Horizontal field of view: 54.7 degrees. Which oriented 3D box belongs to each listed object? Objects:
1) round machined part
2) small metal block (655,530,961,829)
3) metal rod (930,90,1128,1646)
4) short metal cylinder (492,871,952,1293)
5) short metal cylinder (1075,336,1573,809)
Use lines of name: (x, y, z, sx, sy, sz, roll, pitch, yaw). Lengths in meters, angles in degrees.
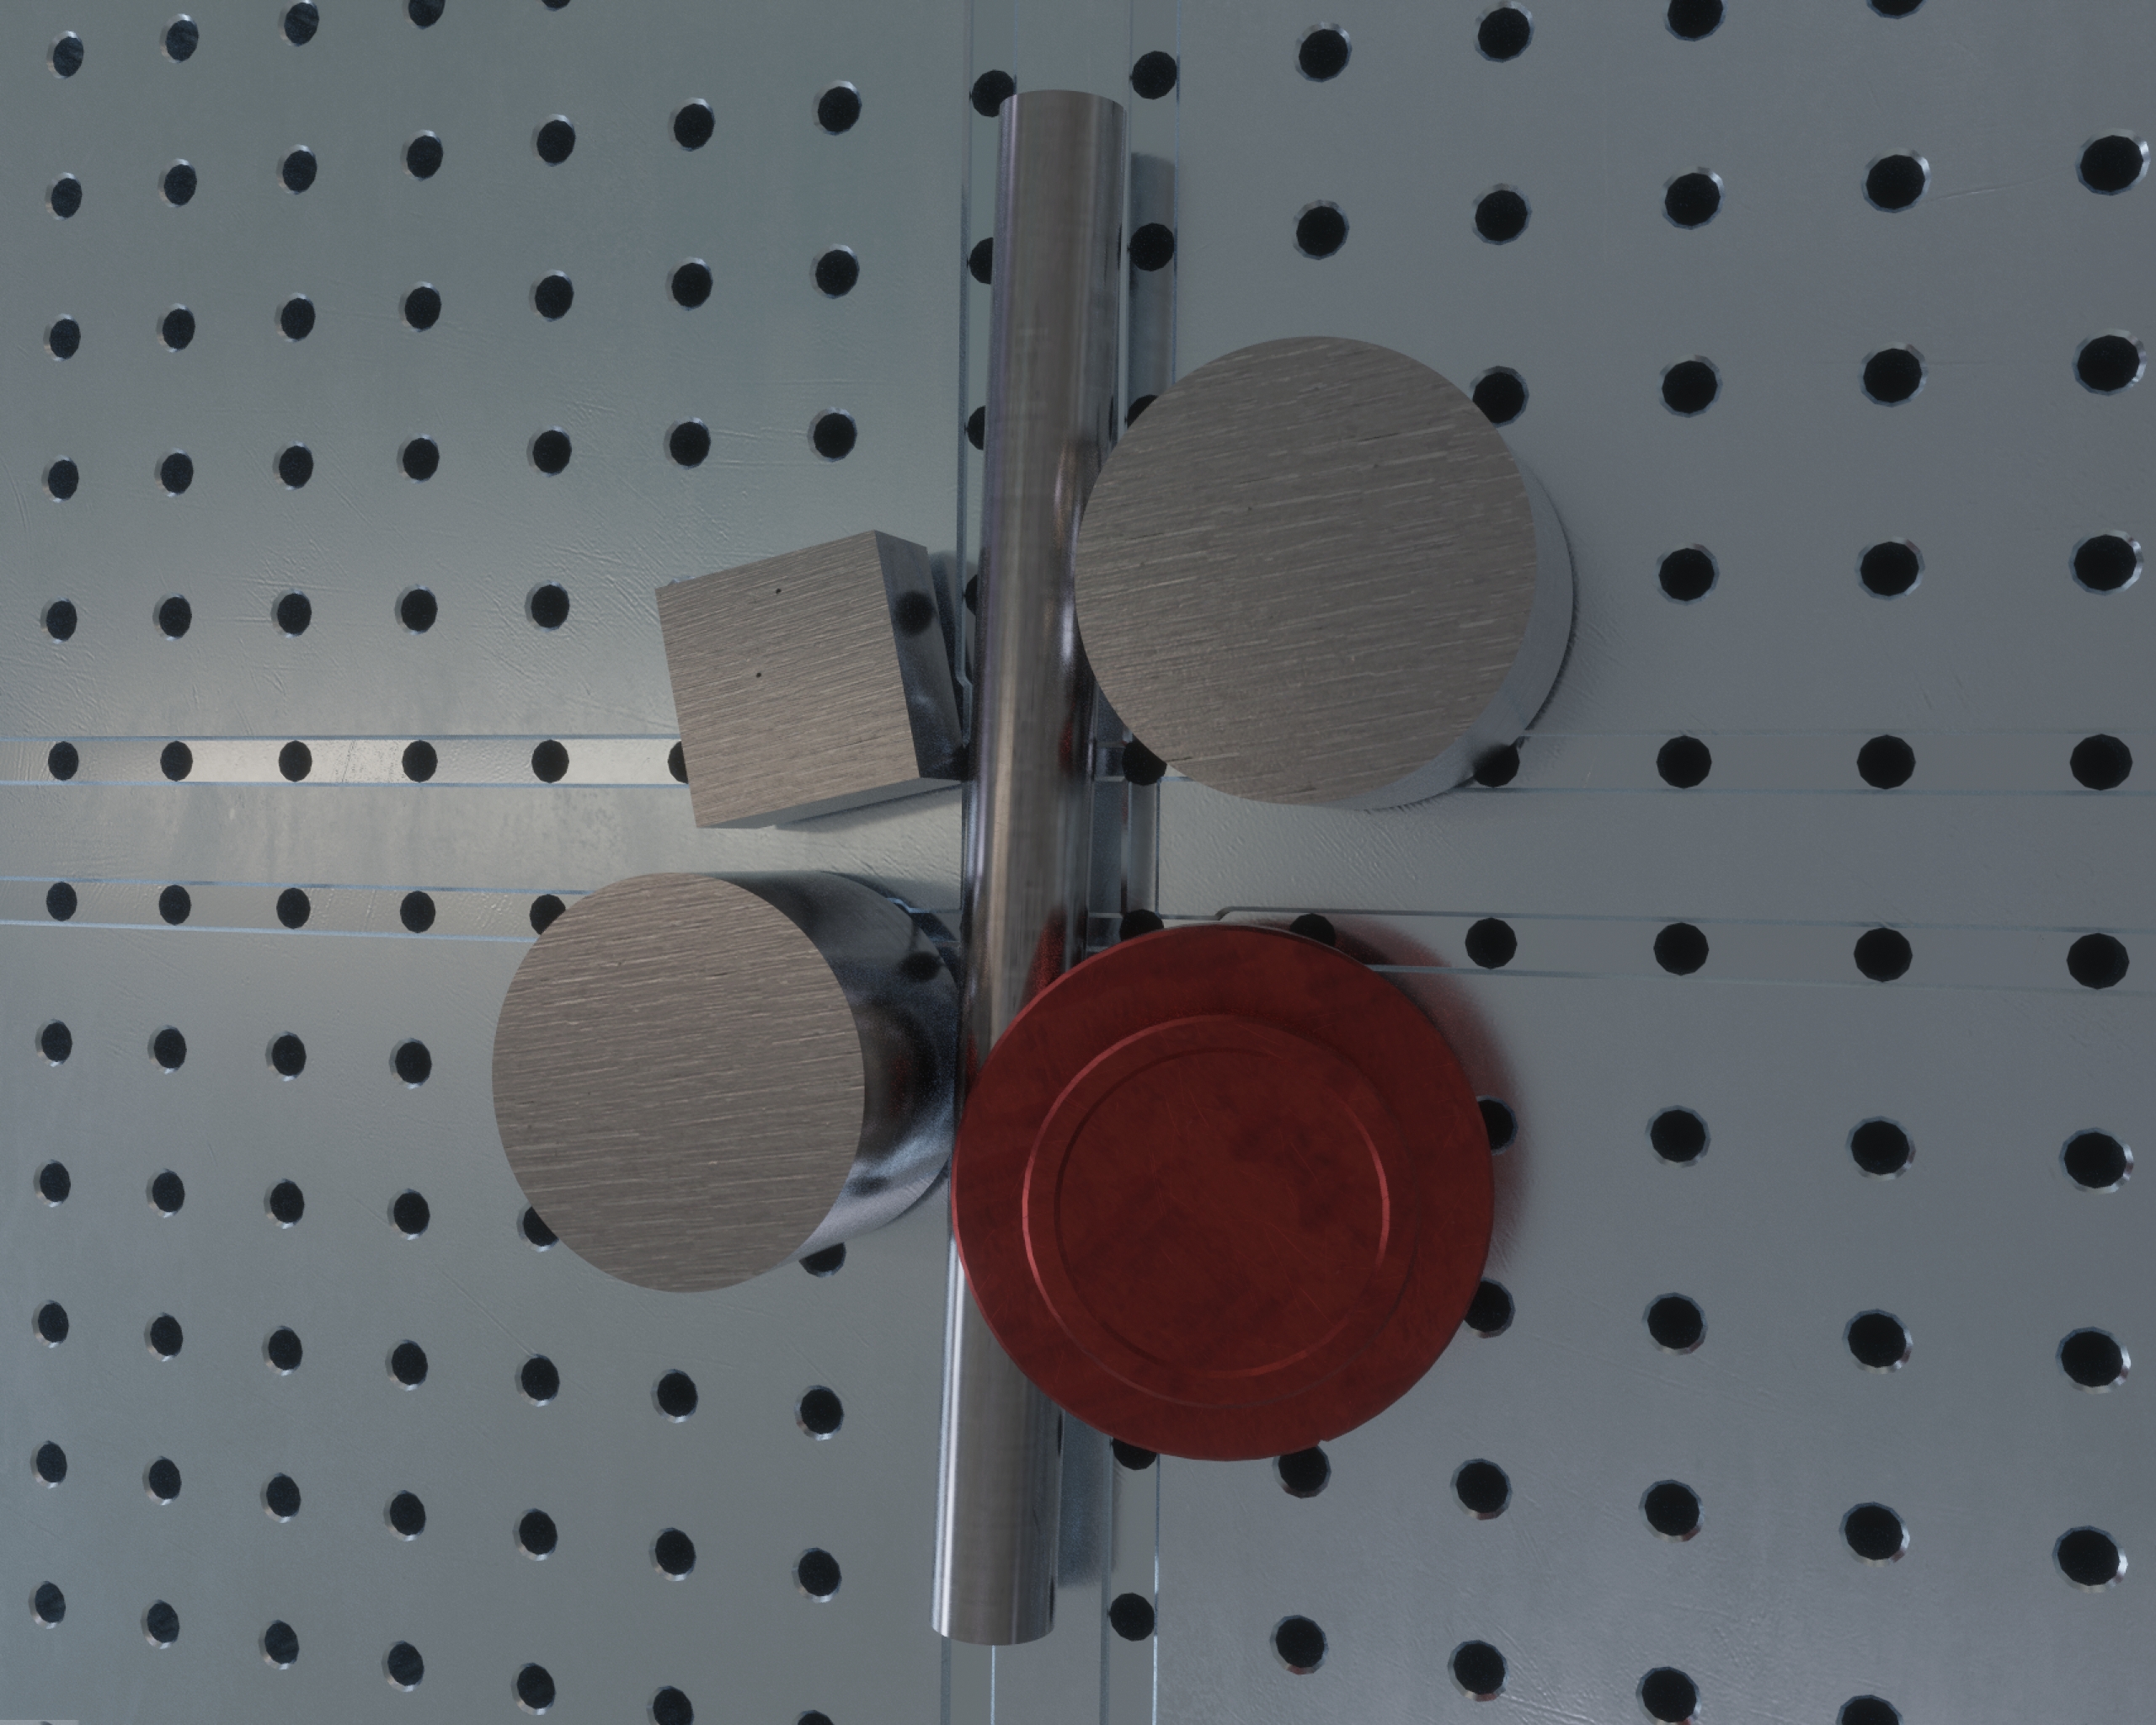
round machined part: (0.026, 0.060, 0.377, 0.099, 0.042, 0.097, 0, 89, 3)
small metal block: (-0.054, -0.036, 0.427, 0.050, 0.025, 0.050, -12, 86, 19)
metal rod: (-0.010, 0.002, 0.412, 0.025, 0.025, 0.298, 3, 91, 20)
short metal cylinder: (-0.068, 0.042, 0.419, 0.080, 0.050, 0.079, 0, 90, 20)
short metal cylinder: (0.046, -0.050, 0.378, 0.080, 0.050, 0.079, 0, 90, 20)
